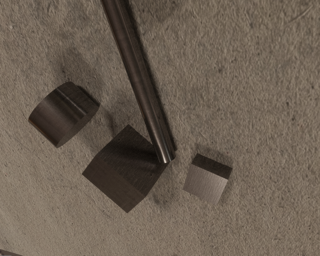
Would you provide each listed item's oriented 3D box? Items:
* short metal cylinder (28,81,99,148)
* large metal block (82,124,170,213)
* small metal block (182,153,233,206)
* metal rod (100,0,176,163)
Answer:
[{"bbox_3d":[-0.131,-0.018,0.427,0.050,0.080,0.080,44,129,-3],"label":"short metal cylinder"},{"bbox_3d":[-0.044,0.054,0.426,0.080,0.080,0.050,41,129,0],"label":"large metal block"},{"bbox_3d":[0.063,0.069,0.415,0.050,0.025,0.050,23,127,14],"label":"small metal block"},{"bbox_3d":[-0.035,-0.089,0.368,0.025,0.025,0.298,-5,116,30],"label":"metal rod"}]
